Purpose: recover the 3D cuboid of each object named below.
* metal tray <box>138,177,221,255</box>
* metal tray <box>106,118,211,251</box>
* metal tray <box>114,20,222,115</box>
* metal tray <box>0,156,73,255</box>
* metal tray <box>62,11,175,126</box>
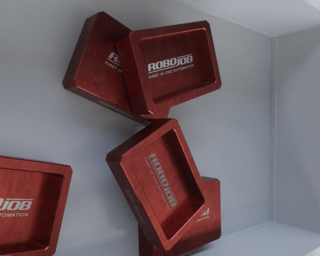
[{"bbox_3d":[0.031,0.122,0.430,0.131,0.030,0.089,-3,92,-40],"label":"metal tray"},{"bbox_3d":[0.004,0.064,0.366,0.091,0.030,0.129,-36,113,-34],"label":"metal tray"},{"bbox_3d":[0.016,-0.076,0.376,0.131,0.030,0.089,-23,105,-38],"label":"metal tray"},{"bbox_3d":[-0.141,0.068,0.261,0.131,0.030,0.090,22,76,-56],"label":"metal tray"},{"bbox_3d":[-0.038,-0.064,0.371,0.131,0.030,0.090,25,74,-37],"label":"metal tray"}]
